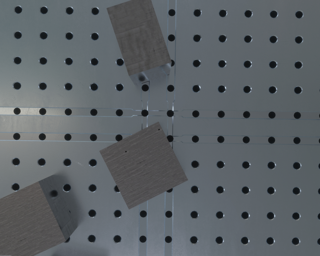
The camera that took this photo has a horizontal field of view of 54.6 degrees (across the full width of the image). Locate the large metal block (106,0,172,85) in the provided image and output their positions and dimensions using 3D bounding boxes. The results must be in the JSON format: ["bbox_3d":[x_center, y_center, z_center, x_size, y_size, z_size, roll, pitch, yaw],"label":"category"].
[{"bbox_3d":[-0.023,-0.104,0.386,0.050,0.080,0.080,-18,90,0],"label":"large metal block"}]

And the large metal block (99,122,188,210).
[{"bbox_3d":[-0.020,0.045,0.401,0.080,0.050,0.080,-27,90,0],"label":"large metal block"}]

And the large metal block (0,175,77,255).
[{"bbox_3d":[-0.167,0.117,0.400,0.080,0.050,0.080,-25,90,0],"label":"large metal block"}]
